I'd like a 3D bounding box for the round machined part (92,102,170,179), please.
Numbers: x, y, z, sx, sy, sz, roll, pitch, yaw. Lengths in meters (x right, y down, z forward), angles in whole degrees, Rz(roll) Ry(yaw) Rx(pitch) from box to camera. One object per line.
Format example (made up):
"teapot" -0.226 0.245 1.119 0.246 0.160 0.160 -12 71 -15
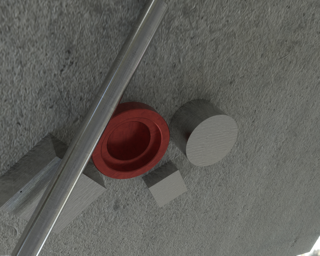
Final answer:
"round machined part" -0.041 0.011 0.382 0.099 0.042 0.097 -14 125 -21

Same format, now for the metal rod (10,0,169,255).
"metal rod" -0.070 0.001 0.320 0.025 0.025 0.299 29 87 -38

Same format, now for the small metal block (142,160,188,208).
"small metal block" 0.008 0.084 0.465 0.050 0.025 0.050 -31 129 -9

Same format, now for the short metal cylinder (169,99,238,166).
"short metal cylinder" 0.059 0.006 0.429 0.081 0.050 0.079 -14 125 -21

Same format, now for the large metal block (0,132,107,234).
"large metal block" -0.125 0.066 0.364 0.080 0.050 0.080 -43 130 1
